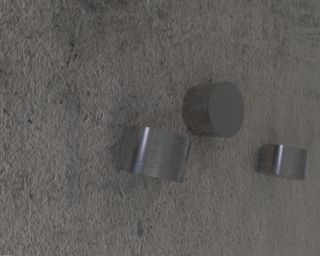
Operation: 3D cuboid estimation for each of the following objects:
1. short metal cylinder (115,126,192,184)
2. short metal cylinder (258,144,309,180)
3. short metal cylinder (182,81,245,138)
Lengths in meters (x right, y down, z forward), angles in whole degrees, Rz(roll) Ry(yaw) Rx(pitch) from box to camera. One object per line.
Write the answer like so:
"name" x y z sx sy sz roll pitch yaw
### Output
"short metal cylinder" -0.007 0.032 0.363 0.080 0.080 0.050 20 77 -38
"short metal cylinder" 0.220 0.062 0.553 0.080 0.080 0.050 19 78 -39
"short metal cylinder" 0.079 -0.026 0.454 0.081 0.050 0.080 0 90 -40
